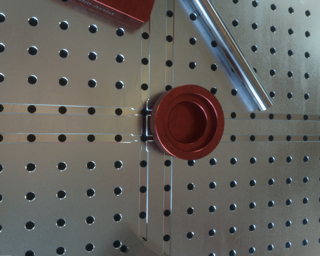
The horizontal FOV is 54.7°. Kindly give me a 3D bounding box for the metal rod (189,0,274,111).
[{"bbox_3d":[0.075,-0.152,0.439,0.025,0.025,0.299,-39,103,-16],"label":"metal rod"}]

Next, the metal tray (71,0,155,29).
[{"bbox_3d":[-0.066,-0.192,0.385,0.131,0.030,0.090,18,84,-19],"label":"metal tray"}]

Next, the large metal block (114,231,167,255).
[{"bbox_3d":[-0.023,0.193,0.391,0.080,0.050,0.080,42,77,-15],"label":"large metal block"}]

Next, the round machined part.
[{"bbox_3d":[0.033,-0.007,0.416,0.099,0.042,0.097,0,90,-20],"label":"round machined part"}]
